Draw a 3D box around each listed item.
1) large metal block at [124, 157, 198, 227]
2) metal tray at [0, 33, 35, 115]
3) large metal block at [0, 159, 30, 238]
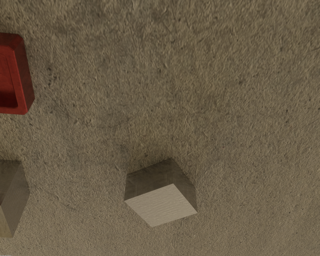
[{"bbox_3d":[0.003,0.101,0.477,0.080,0.050,0.080,-23,127,18],"label":"large metal block"},{"bbox_3d":[-0.218,-0.063,0.348,0.131,0.030,0.089,4,130,-4],"label":"metal tray"},{"bbox_3d":[-0.236,0.103,0.456,0.050,0.080,0.079,5,130,-4],"label":"large metal block"}]
